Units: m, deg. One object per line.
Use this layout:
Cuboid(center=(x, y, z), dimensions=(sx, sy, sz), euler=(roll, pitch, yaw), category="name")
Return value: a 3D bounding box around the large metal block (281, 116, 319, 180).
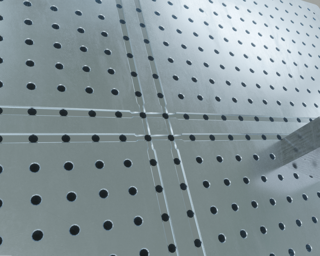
Cuboid(center=(0.253, 0.035, 0.487), dimensions=(0.080, 0.080, 0.050), euler=(21, 54, -16), category="large metal block")
